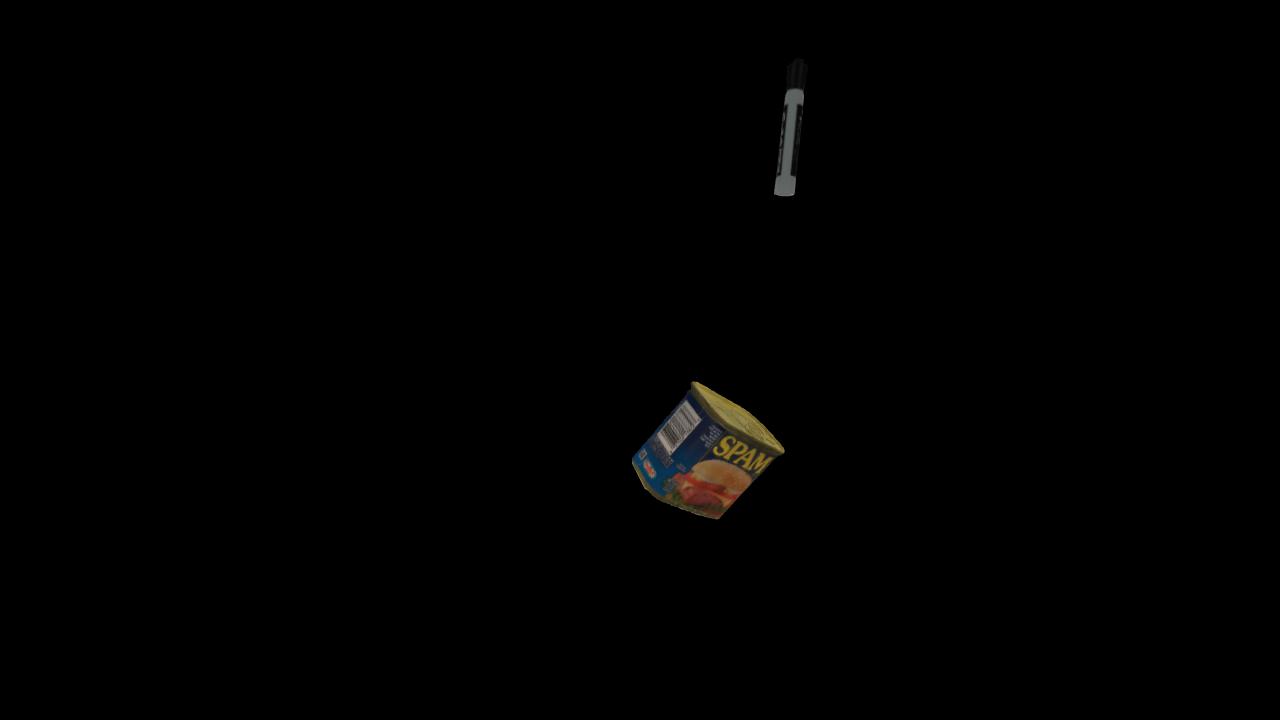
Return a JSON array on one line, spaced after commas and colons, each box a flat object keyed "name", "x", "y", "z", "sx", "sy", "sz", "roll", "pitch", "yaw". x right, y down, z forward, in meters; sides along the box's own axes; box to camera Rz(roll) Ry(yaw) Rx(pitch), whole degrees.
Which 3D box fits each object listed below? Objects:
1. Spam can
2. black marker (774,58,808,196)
[{"name": "Spam can", "x": 0.055, "y": 0.077, "z": 0.506, "sx": 0.101, "sy": 0.085, "sz": 0.058, "roll": 30, "pitch": 16, "yaw": -40}, {"name": "black marker", "x": 0.138, "y": -0.212, "z": 0.562, "sx": 0.020, "sy": 0.121, "sz": 0.020, "roll": 5, "pitch": 4, "yaw": 0}]
